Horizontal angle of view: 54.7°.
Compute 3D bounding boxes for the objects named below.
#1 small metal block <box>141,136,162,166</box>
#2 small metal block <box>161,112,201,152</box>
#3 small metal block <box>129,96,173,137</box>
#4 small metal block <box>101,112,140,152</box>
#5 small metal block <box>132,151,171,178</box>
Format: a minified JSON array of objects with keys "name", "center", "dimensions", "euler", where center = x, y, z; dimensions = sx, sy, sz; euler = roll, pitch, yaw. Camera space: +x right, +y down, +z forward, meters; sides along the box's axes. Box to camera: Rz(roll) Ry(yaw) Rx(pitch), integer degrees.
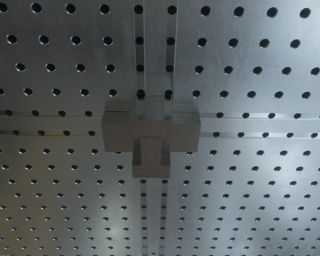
[{"name":"small metal block","center":[-0.011,0.014,0.406],"dimensions":[0.025,0.050,0.050],"euler":[1,130,-1]},{"name":"small metal block","center":[0.026,0.006,0.417],"dimensions":[0.050,0.025,0.050],"euler":[1,130,-1]},{"name":"small metal block","center":[-0.011,-0.015,0.382],"dimensions":[0.050,0.050,0.025],"euler":[1,130,-1]},{"name":"small metal block","center":[-0.049,0.006,0.415],"dimensions":[0.050,0.025,0.050],"euler":[0,130,-1]},{"name":"small metal block","center":[-0.012,0.042,0.431],"dimensions":[0.050,0.050,0.025],"euler":[1,130,-1]}]
